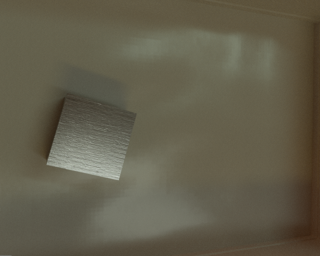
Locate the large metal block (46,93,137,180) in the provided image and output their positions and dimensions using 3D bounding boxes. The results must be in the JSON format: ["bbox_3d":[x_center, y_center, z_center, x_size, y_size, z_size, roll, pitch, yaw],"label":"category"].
[{"bbox_3d":[-0.082,0.011,0.368,0.081,0.050,0.080,16,85,-20],"label":"large metal block"}]
